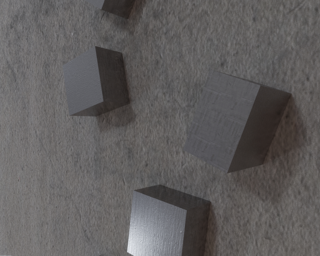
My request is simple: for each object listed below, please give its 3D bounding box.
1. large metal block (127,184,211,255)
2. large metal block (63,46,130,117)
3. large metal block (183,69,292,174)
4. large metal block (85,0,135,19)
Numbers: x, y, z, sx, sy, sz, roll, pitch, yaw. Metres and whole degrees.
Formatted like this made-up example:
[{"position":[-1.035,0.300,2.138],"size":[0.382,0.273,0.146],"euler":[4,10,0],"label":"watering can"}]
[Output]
[{"position":[0.010,0.122,0.379],"size":[0.080,0.050,0.079],"euler":[10,97,39],"label":"large metal block"},{"position":[-0.097,-0.066,0.466],"size":[0.080,0.050,0.080],"euler":[-16,80,38],"label":"large metal block"},{"position":[0.077,-0.007,0.304],"size":[0.050,0.081,0.079],"euler":[28,107,36],"label":"large metal block"},{"position":[-0.073,-0.215,0.447],"size":[0.080,0.050,0.079],"euler":[39,113,33],"label":"large metal block"}]
